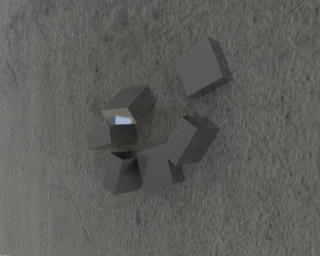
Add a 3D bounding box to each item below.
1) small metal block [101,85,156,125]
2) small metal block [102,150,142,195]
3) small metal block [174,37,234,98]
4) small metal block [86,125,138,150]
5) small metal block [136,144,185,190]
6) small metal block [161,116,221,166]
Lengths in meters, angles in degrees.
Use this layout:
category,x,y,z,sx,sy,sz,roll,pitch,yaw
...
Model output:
category,x,y,z,sx,sy,sz,roll,pitch,yaw
small metal block,-0.042,-0.031,0.418,0.050,0.050,0.025,-2,129,39
small metal block,-0.047,0.060,0.425,0.025,0.050,0.050,22,104,37
small metal block,0.050,-0.069,0.362,0.050,0.025,0.050,-28,73,36
small metal block,-0.069,0.013,0.443,0.050,0.050,0.025,-18,79,38
small metal block,0.000,0.050,0.403,0.050,0.025,0.050,-20,78,38
small metal block,0.036,0.014,0.357,0.025,0.050,0.050,42,115,32
